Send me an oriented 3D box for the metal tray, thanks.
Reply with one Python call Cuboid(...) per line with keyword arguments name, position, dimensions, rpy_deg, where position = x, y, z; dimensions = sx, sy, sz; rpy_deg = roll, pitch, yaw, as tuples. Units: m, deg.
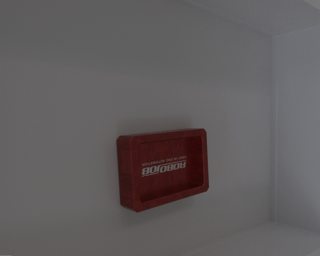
Cuboid(name="metal tray", position=(0.009, 0.050, 0.409), dimensions=(0.131, 0.030, 0.090), rpy_deg=(-6, 94, -40))
